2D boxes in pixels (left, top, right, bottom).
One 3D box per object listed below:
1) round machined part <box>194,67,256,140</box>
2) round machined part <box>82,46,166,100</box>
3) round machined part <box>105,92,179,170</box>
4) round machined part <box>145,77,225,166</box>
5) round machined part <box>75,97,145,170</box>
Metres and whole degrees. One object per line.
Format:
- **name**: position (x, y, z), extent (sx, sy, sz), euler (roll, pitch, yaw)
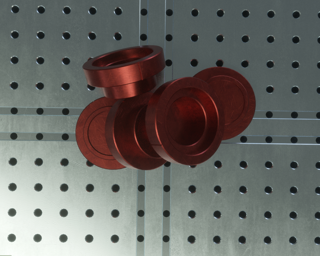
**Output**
- **round machined part**: position (0.077, -0.032, 0.406), extent (0.099, 0.042, 0.097), euler (0, 90, -1)
- **round machined part**: position (-0.041, -0.068, 0.381), extent (0.099, 0.098, 0.042), euler (-12, 116, -1)
- **round machined part**: position (-0.014, 0.003, 0.381), extent (0.099, 0.042, 0.097), euler (3, 85, -37)
- **round machined part**: position (0.025, -0.007, 0.357), extent (0.099, 0.042, 0.097), euler (1, 88, -33)
- **round machined part**: position (-0.061, 0.006, 0.404), extent (0.099, 0.042, 0.097), euler (0, 90, -1)
